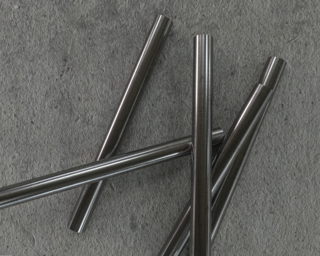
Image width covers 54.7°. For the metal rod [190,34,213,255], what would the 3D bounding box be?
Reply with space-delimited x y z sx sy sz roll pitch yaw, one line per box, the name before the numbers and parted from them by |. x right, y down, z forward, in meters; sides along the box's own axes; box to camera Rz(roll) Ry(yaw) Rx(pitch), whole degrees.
metal rod | 0.051 0.034 0.377 0.025 0.025 0.298 2 83 0

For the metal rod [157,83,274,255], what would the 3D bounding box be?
metal rod | 0.058 0.081 0.397 0.025 0.025 0.299 29 95 0

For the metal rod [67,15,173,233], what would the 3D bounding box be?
metal rod | -0.052 -0.006 0.409 0.025 0.025 0.299 23 90 0

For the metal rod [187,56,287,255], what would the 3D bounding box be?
metal rod | 0.099 0.049 0.410 0.025 0.025 0.299 22 90 0

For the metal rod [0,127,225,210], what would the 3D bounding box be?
metal rod | -0.062 0.049 0.385 0.302 0.025 0.025 -15 90 -10
